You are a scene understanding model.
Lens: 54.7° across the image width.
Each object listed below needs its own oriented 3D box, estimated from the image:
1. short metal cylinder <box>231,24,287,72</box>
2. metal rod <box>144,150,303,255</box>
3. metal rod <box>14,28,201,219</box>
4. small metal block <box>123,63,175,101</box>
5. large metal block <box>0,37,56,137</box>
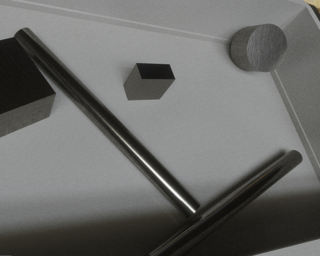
[{"bbox_3d":[0.173,-0.140,0.545,0.081,0.050,0.079,-5,104,-18],"label":"short metal cylinder"},{"bbox_3d":[0.104,0.093,0.406,0.302,0.025,0.025,-23,74,-36],"label":"metal rod"},{"bbox_3d":[-0.066,-0.008,0.376,0.300,0.025,0.025,45,51,3],"label":"metal rod"},{"bbox_3d":[-0.015,-0.062,0.421,0.050,0.050,0.025,-5,65,-31],"label":"small metal block"},{"bbox_3d":[-0.170,-0.039,0.322,0.081,0.050,0.080,-31,79,-38],"label":"large metal block"}]
